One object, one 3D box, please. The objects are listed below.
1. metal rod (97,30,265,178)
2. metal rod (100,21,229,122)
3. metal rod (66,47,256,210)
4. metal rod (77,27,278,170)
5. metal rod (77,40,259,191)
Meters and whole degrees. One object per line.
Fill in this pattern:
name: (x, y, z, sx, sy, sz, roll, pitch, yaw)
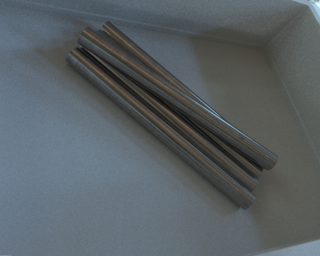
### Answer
metal rod: (0.024, -0.031, 0.435, 0.300, 0.025, 0.025, 40, 51, -1)
metal rod: (0.034, -0.048, 0.451, 0.300, 0.025, 0.025, 40, 51, -1)
metal rod: (0.002, 0.001, 0.404, 0.300, 0.025, 0.025, 40, 51, -1)
metal rod: (0.028, -0.035, 0.407, 0.301, 0.025, 0.025, 33, 51, -6)
metal rod: (0.011, -0.017, 0.420, 0.300, 0.025, 0.025, 40, 51, -1)
